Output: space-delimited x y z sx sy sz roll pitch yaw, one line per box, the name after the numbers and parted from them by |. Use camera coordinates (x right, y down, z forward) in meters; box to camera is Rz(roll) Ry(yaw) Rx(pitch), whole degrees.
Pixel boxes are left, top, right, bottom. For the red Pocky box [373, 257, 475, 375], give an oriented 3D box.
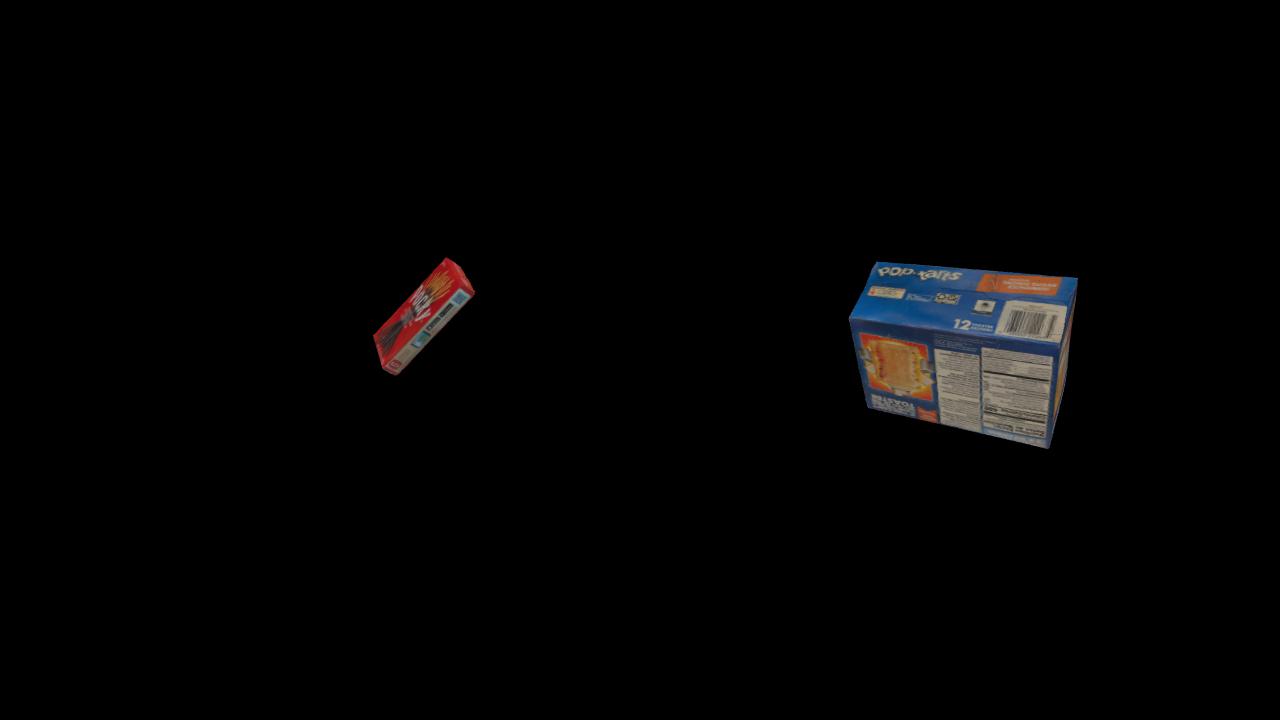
-0.290 -0.060 0.818 0.028 0.155 0.083 40 7 -44 | red Pocky box

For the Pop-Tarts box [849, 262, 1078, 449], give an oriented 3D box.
0.299 -0.008 0.577 0.167 0.083 0.141 13 -34 39 | Pop-Tarts box
